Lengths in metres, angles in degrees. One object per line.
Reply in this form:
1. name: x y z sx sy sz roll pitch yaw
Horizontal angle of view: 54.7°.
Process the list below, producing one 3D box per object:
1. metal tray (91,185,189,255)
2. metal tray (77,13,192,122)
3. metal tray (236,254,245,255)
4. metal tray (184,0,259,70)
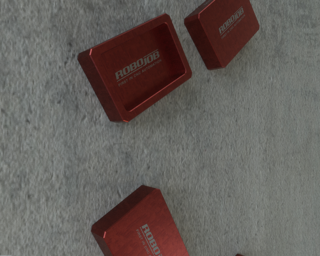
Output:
1. metal tray: -0.018 0.150 0.389 0.091 0.030 0.129 -35 112 -35
2. metal tray: -0.024 -0.076 0.382 0.131 0.030 0.090 -38 114 -33
3. metal tray: 0.140 0.293 0.522 0.091 0.030 0.129 -37 113 -34
4. metal tray: 0.102 -0.164 0.490 0.131 0.030 0.090 -48 119 -30
